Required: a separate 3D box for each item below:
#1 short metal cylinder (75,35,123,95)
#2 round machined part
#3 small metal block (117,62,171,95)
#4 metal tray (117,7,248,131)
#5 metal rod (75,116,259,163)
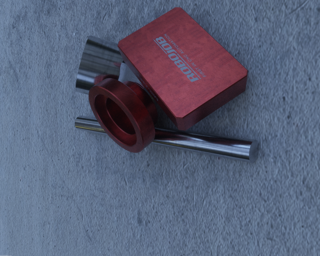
[{"bbox_3d":[-0.082,-0.082,0.432,0.080,0.050,0.080,-164,89,-79],"label":"short metal cylinder"},{"bbox_3d":[-0.041,-0.020,0.389,0.098,0.042,0.097,35,148,26],"label":"round machined part"},{"bbox_3d":[-0.019,-0.063,0.404,0.050,0.050,0.025,30,109,36],"label":"small metal block"},{"bbox_3d":[0.023,-0.071,0.351,0.090,0.030,0.130,-34,63,-7],"label":"metal tray"},{"bbox_3d":[-0.016,0.008,0.420,0.300,0.025,0.025,8,95,39],"label":"metal rod"}]
